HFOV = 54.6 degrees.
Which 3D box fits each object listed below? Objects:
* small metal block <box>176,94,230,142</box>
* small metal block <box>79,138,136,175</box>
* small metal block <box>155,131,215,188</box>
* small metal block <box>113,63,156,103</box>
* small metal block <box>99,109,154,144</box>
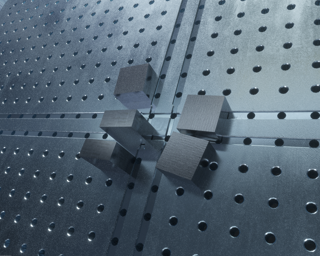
[{"bbox_3d":[0.055,-0.013,0.389,0.050,0.025,0.050,6,65,31],"label":"small metal block"},{"bbox_3d":[-0.068,0.038,0.406,0.050,0.050,0.025,4,64,30],"label":"small metal block"},{"bbox_3d":[0.030,0.037,0.371,0.050,0.025,0.050,15,70,34],"label":"small metal block"},{"bbox_3d":[-0.038,-0.067,0.471,0.050,0.025,0.050,-4,60,26],"label":"small metal block"},{"bbox_3d":[-0.044,-0.001,0.417,0.050,0.050,0.025,0,62,28],"label":"small metal block"}]
